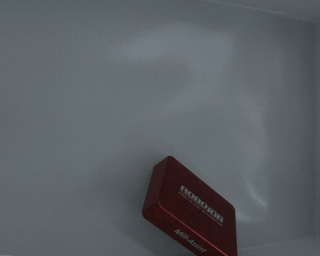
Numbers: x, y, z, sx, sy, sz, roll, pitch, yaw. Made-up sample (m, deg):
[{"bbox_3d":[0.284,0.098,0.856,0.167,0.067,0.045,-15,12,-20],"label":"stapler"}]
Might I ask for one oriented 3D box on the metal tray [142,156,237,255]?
[{"bbox_3d":[0.043,0.106,0.395,0.130,0.090,0.030,40,121,-16],"label":"metal tray"}]
